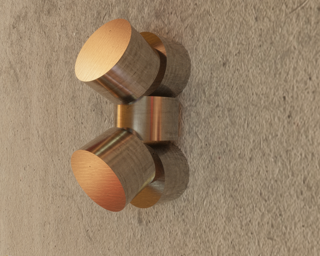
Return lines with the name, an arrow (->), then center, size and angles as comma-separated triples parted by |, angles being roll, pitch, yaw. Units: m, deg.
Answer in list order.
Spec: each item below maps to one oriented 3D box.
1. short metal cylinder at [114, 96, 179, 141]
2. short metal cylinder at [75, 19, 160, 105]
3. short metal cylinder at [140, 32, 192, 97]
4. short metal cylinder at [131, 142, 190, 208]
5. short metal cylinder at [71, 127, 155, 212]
short metal cylinder -> -0.017, -0.012, 0.386 | 0.080, 0.081, 0.050 | 2, 92, 40
short metal cylinder -> -0.047, -0.073, 0.345 | 0.080, 0.050, 0.080 | -19, 54, 29
short metal cylinder -> -0.007, -0.077, 0.397 | 0.080, 0.050, 0.080 | 0, 90, 40
short metal cylinder -> -0.009, 0.058, 0.398 | 0.080, 0.050, 0.080 | 0, 90, 40
short metal cylinder -> -0.052, 0.046, 0.347 | 0.080, 0.050, 0.079 | 22, 131, 28
